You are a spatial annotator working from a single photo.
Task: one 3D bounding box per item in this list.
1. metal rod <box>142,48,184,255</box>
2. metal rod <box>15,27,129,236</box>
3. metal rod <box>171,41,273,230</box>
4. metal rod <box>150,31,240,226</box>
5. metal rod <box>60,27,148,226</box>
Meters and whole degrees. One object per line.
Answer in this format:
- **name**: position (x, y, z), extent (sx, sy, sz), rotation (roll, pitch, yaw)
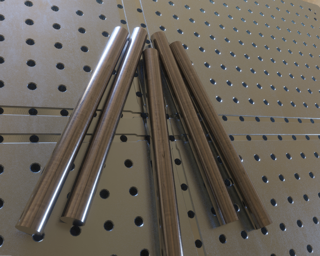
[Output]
- **metal rod**: position (0.000, 0.018, 0.397), extent (0.025, 0.025, 0.299), rotation (8, 58, -24)
- **metal rod**: position (-0.089, -0.023, 0.373), extent (0.025, 0.025, 0.300), rotation (25, 53, -13)
- **metal rod**: position (0.079, -0.002, 0.451), extent (0.025, 0.025, 0.299), rotation (-10, 67, -32)
- **metal rod**: position (0.041, -0.014, 0.438), extent (0.025, 0.025, 0.299), rotation (-5, 64, -30)
- **metal rod**: position (-0.059, -0.027, 0.393), extent (0.025, 0.025, 0.300), rotation (23, 53, -14)
